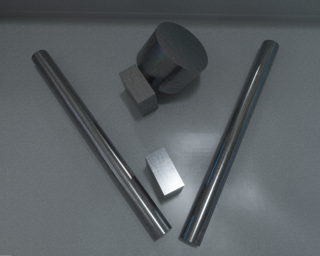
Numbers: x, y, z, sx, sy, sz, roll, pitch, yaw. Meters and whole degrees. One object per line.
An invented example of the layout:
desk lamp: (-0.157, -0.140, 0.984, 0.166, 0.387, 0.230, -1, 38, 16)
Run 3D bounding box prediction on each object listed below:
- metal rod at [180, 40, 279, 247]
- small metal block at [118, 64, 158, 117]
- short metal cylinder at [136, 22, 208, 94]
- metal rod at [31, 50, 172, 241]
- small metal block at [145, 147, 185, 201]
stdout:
metal rod: (0.099, 0.006, 0.408, 0.025, 0.025, 0.300, 24, 71, 8)
small metal block: (-0.028, -0.049, 0.413, 0.025, 0.050, 0.050, -31, 73, -6)
short metal cylinder: (0.016, -0.092, 0.411, 0.081, 0.050, 0.080, 20, 51, -26)
metal rod: (-0.084, 0.011, 0.404, 0.025, 0.025, 0.300, -34, 74, -12)
small metal block: (0.005, 0.057, 0.376, 0.025, 0.050, 0.050, -25, 72, -9)
